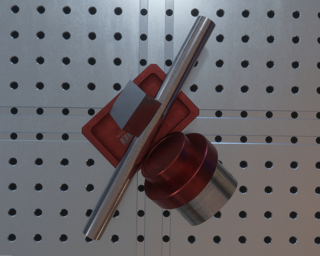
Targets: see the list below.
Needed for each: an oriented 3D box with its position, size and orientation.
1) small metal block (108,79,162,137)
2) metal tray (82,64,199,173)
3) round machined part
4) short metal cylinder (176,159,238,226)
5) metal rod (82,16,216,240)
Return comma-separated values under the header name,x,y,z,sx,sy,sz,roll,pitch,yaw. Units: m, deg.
name,x,y,z,sx,sy,sz,roll,pitch,yaw
small metal block,-0.032,-0.025,0.378,0.025,0.050,0.050,28,102,-38
metal tray,-0.025,-0.009,0.410,0.130,0.030,0.090,-43,91,0
round machined part,0.016,0.043,0.367,0.098,0.098,0.042,-46,112,0
short metal cylinder,0.049,0.074,0.385,0.080,0.080,0.050,-43,91,0
metal rod,-0.013,0.000,0.383,0.025,0.025,0.299,28,90,-1
